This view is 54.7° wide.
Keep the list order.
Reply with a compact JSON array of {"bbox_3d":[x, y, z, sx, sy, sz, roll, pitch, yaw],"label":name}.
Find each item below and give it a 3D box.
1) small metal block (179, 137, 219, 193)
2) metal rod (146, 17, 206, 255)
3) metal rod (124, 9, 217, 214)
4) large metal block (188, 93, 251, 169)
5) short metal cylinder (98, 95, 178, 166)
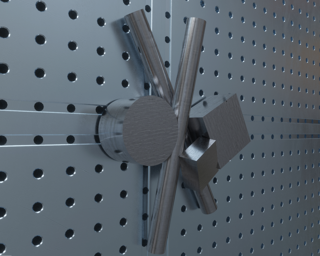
[{"bbox_3d":[0.053,0.047,0.408,0.050,0.025,0.050,-39,129,-42],"label":"small metal block"},{"bbox_3d":[0.020,0.011,0.396,0.025,0.025,0.298,8,93,-40],"label":"metal rod"},{"bbox_3d":[0.021,-0.009,0.422,0.025,0.025,0.299,-35,112,-34],"label":"metal rod"},{"bbox_3d":[0.081,0.003,0.455,0.081,0.050,0.080,-34,111,-35],"label":"large metal block"},{"bbox_3d":[-0.025,0.003,0.368,0.081,0.050,0.079,0,90,-41],"label":"short metal cylinder"}]
